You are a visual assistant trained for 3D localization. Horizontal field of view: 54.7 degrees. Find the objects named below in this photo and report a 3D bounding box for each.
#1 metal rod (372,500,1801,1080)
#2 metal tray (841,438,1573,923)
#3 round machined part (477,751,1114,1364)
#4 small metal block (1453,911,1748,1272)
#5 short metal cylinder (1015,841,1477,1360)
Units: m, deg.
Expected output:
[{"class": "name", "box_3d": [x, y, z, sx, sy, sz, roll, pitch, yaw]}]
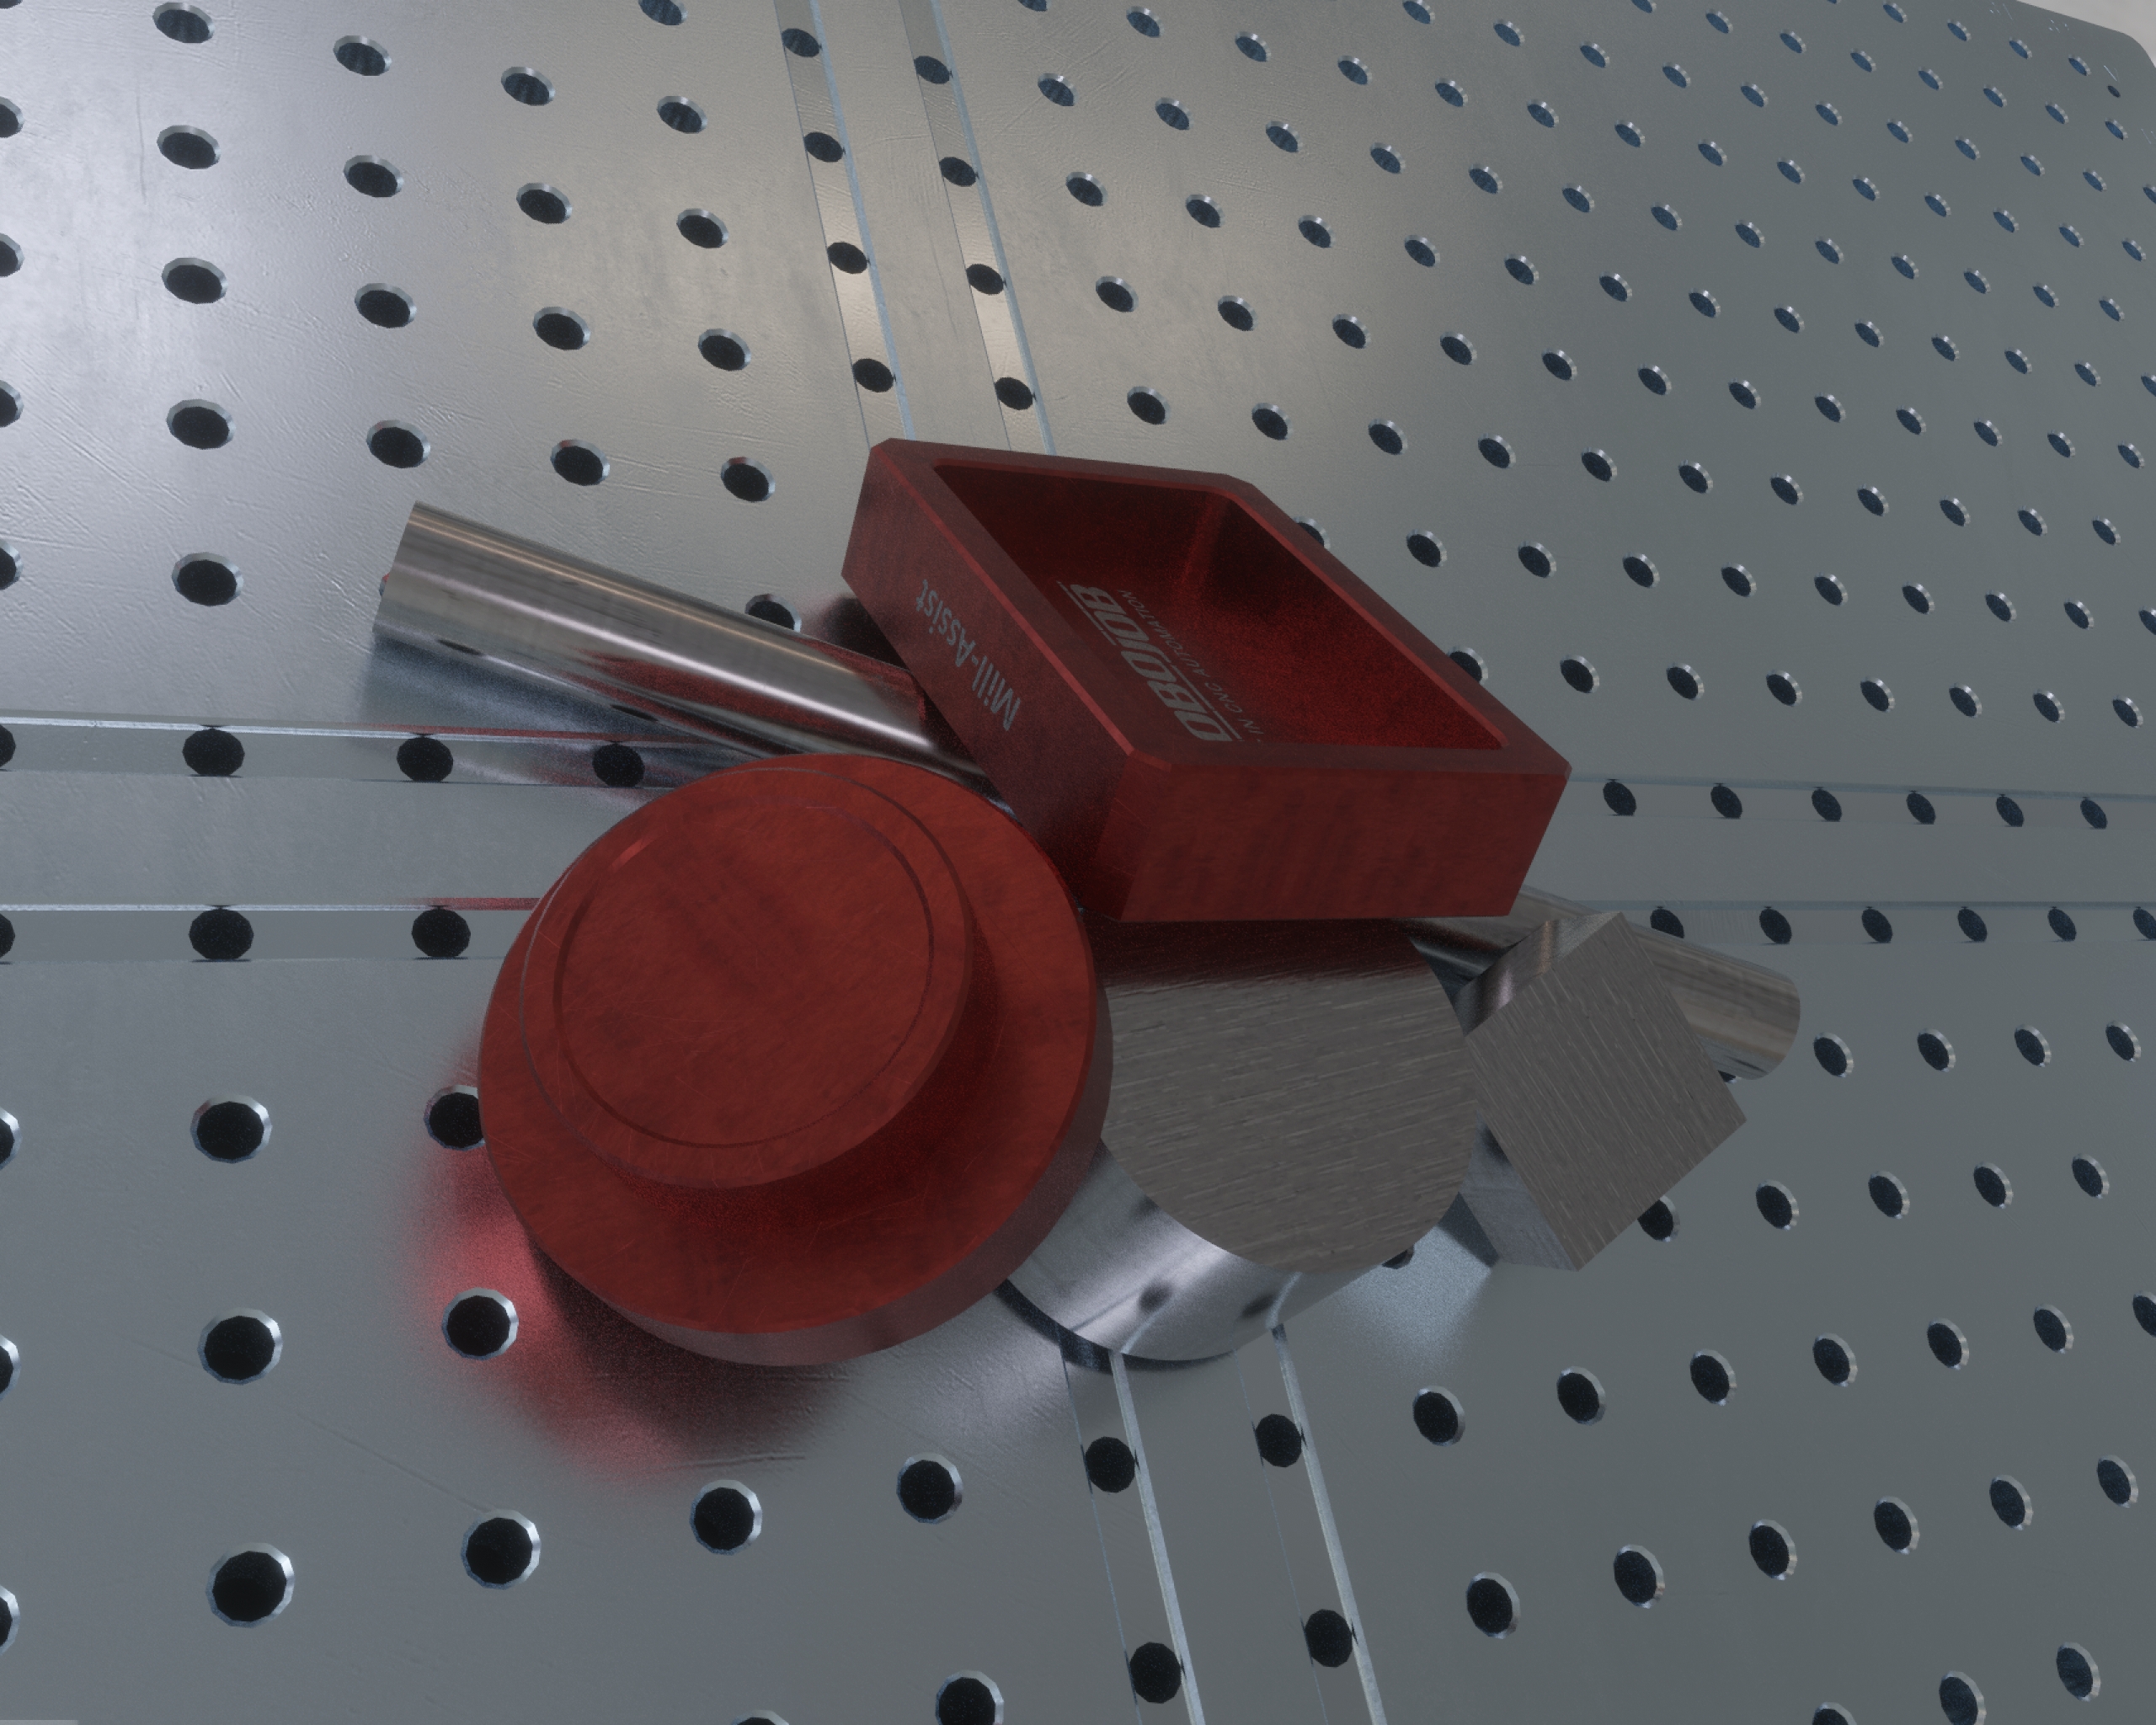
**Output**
[{"class": "metal rod", "box_3d": [0.015, -0.008, 0.417, 0.302, 0.025, 0.025, 18, 55, -18]}, {"class": "metal tray", "box_3d": [0.019, -0.038, 0.396, 0.091, 0.030, 0.130, 0, 33, -29]}, {"class": "round machined part", "box_3d": [-0.046, 0.024, 0.323, 0.099, 0.042, 0.098, -4, 62, 7]}, {"class": "small metal block", "box_3d": [0.096, 0.045, 0.414, 0.050, 0.025, 0.050, -35, 97, -22]}, {"class": "short metal cylinder", "box_3d": [0.023, 0.043, 0.374, 0.081, 0.050, 0.080, 14, 56, -21]}]
